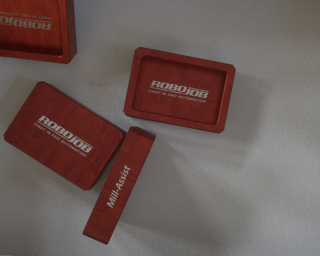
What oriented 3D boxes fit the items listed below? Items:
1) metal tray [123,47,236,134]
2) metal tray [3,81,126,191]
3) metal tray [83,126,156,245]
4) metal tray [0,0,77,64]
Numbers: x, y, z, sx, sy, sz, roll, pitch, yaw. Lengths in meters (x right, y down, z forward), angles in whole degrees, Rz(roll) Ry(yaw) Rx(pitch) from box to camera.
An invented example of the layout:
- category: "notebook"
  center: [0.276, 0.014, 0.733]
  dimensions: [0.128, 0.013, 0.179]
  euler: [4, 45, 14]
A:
- category: "metal tray"
  center: [0.025, -0.048, 0.408]
  dimensions: [0.131, 0.030, 0.089]
  euler: [11, 90, 0]
- category: "metal tray"
  center: [-0.122, 0.010, 0.408]
  dimensions: [0.130, 0.030, 0.090]
  euler: [33, 90, 0]
- category: "metal tray"
  center: [-0.045, 0.063, 0.378]
  dimensions: [0.030, 0.090, 0.129]
  euler: [24, 90, 0]
- category: "metal tray"
  center: [-0.174, -0.133, 0.383]
  dimensions: [0.131, 0.030, 0.089]
  euler: [6, 126, 0]
